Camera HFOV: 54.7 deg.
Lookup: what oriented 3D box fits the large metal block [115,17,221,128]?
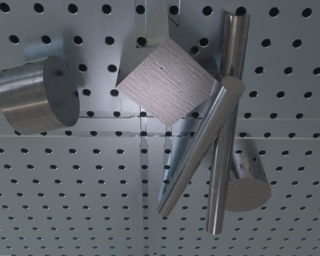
[{"bbox_3d":[0.009,-0.059,0.345,0.080,0.050,0.080,36,121,-27],"label":"large metal block"}]

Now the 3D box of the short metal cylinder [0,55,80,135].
[{"bbox_3d":[-0.131,-0.036,0.344,0.050,0.080,0.080,-11,129,9],"label":"short metal cylinder"}]

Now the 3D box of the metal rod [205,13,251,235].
[{"bbox_3d":[0.079,0.016,0.385,0.025,0.025,0.298,0,118,0],"label":"metal rod"}]

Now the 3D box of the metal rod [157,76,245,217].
[{"bbox_3d":[0.040,0.049,0.420,0.025,0.025,0.298,10,140,-8],"label":"metal rod"}]

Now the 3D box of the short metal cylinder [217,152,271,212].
[{"bbox_3d":[0.120,0.082,0.467,0.081,0.050,0.079,0,130,0],"label":"short metal cylinder"}]
